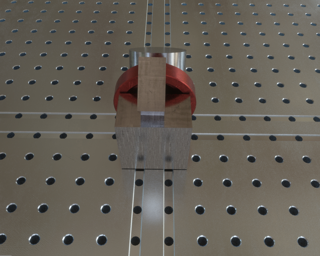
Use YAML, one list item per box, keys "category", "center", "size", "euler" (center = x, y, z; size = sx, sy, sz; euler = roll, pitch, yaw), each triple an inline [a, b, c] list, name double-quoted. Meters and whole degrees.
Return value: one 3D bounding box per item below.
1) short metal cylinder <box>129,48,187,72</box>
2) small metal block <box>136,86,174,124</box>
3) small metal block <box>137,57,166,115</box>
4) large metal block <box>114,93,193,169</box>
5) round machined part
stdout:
- category: "short metal cylinder"
  center: [-0.003, -0.086, 0.442]
  size: [0.081, 0.050, 0.080]
  euler: [1, 20, 0]
- category: "small metal block"
  center: [-0.006, -0.033, 0.434]
  size: [0.050, 0.025, 0.050]
  euler: [1, 50, 0]
- category: "small metal block"
  center: [-0.007, -0.039, 0.306]
  size: [0.025, 0.050, 0.050]
  euler: [1, 88, 0]
- category: "large metal block"
  center: [-0.007, 0.006, 0.366]
  size: [0.081, 0.080, 0.050]
  euler: [1, 50, 0]
- category: "round machined part"
  center: [-0.006, -0.043, 0.383]
  size: [0.099, 0.097, 0.042]
  euler: [1, 50, 0]
